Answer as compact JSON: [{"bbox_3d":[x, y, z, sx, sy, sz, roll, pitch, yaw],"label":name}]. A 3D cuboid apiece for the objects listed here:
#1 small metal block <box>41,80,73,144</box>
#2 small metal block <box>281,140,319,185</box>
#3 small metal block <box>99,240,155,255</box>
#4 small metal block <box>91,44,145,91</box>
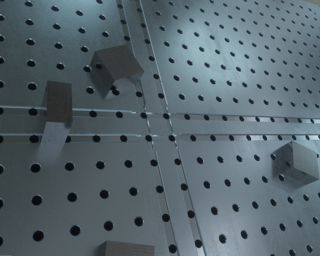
[{"bbox_3d":[-0.114,-0.016,0.340,0.025,0.050,0.050,4,60,-26],"label":"small metal block"},{"bbox_3d":[0.222,0.055,0.493,0.050,0.025,0.050,24,53,-14],"label":"small metal block"},{"bbox_3d":[-0.034,0.141,0.303,0.050,0.025,0.050,15,56,-20],"label":"small metal block"},{"bbox_3d":[-0.058,-0.084,0.427,0.050,0.025,0.050,-25,75,-37],"label":"small metal block"}]
